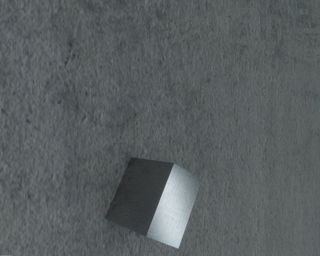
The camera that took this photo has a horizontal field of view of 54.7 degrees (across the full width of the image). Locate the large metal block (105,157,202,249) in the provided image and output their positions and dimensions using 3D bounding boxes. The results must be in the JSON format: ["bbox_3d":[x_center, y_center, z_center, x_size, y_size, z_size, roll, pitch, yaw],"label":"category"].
[{"bbox_3d":[-0.008,0.084,0.364,0.050,0.080,0.080,35,68,-35],"label":"large metal block"}]
